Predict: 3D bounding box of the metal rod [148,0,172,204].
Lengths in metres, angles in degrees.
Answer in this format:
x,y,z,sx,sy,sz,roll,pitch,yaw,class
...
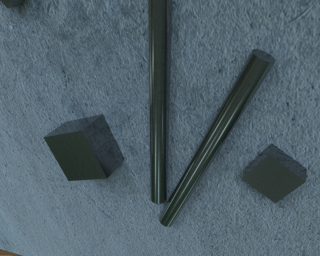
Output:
x,y,z,sx,sy,sz,roll,pitch,yaw,class
-0.001,-0.020,0.393,0.025,0.025,0.298,14,124,20,metal rod

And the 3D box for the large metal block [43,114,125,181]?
x,y,z,sx,sy,sz,roll,pitch,yaw,class
-0.113,0.031,0.467,0.080,0.050,0.080,-9,114,32,large metal block

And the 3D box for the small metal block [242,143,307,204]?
x,y,z,sx,sy,sz,roll,pitch,yaw,class
0.135,0.055,0.369,0.050,0.025,0.050,37,129,3,small metal block

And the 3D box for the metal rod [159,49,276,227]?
x,y,z,sx,sy,sz,roll,pitch,yaw,class
0.057,0.037,0.398,0.025,0.025,0.298,30,128,9,metal rod

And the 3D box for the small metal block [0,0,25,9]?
x,y,z,sx,sy,sz,roll,pitch,yaw,class
-0.190,-0.189,0.388,0.050,0.025,0.050,49,128,-7,small metal block
